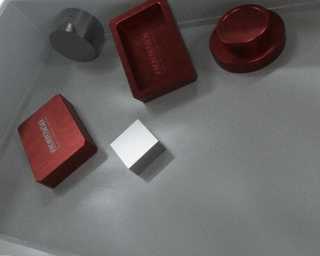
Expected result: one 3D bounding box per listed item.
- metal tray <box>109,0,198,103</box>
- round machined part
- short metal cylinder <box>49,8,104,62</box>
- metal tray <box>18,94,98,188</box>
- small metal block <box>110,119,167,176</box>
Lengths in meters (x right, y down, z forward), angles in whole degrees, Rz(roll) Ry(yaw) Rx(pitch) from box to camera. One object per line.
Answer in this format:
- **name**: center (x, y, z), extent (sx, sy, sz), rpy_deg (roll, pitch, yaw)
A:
- **metal tray**: center (-0.011, -0.112, 0.443), extent (0.090, 0.030, 0.129), rpy_deg (-23, 77, 15)
- **round machined part**: center (0.113, -0.124, 0.411), extent (0.098, 0.042, 0.098), rpy_deg (-13, 56, 20)
- **short metal cylinder**: center (-0.145, -0.161, 0.543), extent (0.080, 0.080, 0.050), rpy_deg (0, 62, 28)
- **metal tray**: center (-0.160, 0.016, 0.475), extent (0.090, 0.030, 0.130), rpy_deg (-40, 51, 0)
- **small metal block**: center (-0.029, 0.025, 0.404), extent (0.050, 0.025, 0.050), rpy_deg (-43, 51, -2)
